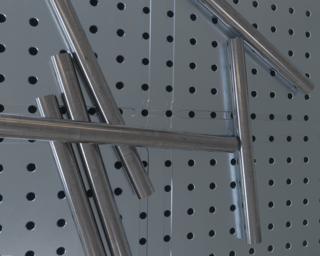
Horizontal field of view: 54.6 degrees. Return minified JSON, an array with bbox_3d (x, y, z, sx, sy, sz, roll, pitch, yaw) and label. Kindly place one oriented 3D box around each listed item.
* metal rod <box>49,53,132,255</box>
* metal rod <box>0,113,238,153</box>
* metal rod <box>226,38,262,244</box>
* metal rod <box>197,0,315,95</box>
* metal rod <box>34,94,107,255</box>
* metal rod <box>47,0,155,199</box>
[{"bbox_3d":[-0.078,0.057,0.383,0.025,0.025,0.299,-18,96,-19],"label":"metal rod"},{"bbox_3d":[-0.026,0.011,0.377,0.302,0.025,0.025,6,88,-29],"label":"metal rod"},{"bbox_3d":[0.124,0.020,0.457,0.025,0.025,0.298,-7,92,-20],"label":"metal rod"},{"bbox_3d":[0.121,-0.147,0.456,0.301,0.025,0.025,35,79,-17],"label":"metal rod"},{"bbox_3d":[-0.094,0.106,0.378,0.025,0.025,0.299,-18,96,-19],"label":"metal rod"},{"bbox_3d":[-0.076,-0.049,0.384,0.025,0.025,0.299,-26,99,-18],"label":"metal rod"}]
